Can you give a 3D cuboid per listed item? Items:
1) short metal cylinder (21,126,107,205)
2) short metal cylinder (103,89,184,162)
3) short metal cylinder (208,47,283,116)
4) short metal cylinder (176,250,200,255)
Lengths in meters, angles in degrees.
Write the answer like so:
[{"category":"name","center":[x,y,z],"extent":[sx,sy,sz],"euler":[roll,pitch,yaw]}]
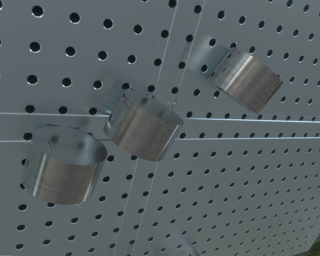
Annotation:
[{"category":"short metal cylinder","center":[-0.105,0.039,0.343],"extent":[0.081,0.080,0.050],"euler":[9,114,-33]},{"category":"short metal cylinder","center":[-0.019,-0.004,0.364],"extent":[0.080,0.080,0.050],"euler":[19,108,-36]},{"category":"short metal cylinder","center":[0.109,-0.060,0.400],"extent":[0.080,0.080,0.050],"euler":[29,102,-38]},{"category":"short metal cylinder","center":[0.056,0.288,0.607],"extent":[0.081,0.050,0.079],"euler":[-14,124,-21]}]
